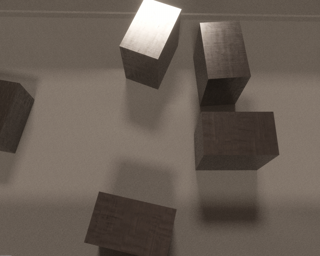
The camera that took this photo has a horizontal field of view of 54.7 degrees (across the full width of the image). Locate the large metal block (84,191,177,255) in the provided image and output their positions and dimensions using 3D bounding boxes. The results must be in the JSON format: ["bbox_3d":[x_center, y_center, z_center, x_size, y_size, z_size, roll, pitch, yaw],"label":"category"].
[{"bbox_3d":[-0.028,0.109,0.340,0.080,0.080,0.050,12,71,4],"label":"large metal block"}]

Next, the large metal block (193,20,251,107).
[{"bbox_3d":[0.078,-0.083,0.412,0.050,0.080,0.080,-4,70,-2],"label":"large metal block"}]

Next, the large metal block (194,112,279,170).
[{"bbox_3d":[0.087,0.019,0.375,0.081,0.080,0.050,0,70,-1],"label":"large metal block"}]

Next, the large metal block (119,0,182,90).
[{"bbox_3d":[-0.011,-0.112,0.421,0.050,0.080,0.080,21,71,7],"label":"large metal block"}]

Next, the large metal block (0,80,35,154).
[{"bbox_3d":[-0.223,-0.018,0.400,0.080,0.050,0.080,10,70,3],"label":"large metal block"}]
